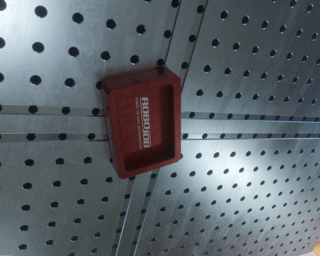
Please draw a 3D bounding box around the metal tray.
[{"bbox_3d":[-0.020,-0.004,0.393,0.091,0.030,0.129,-16,125,-20],"label":"metal tray"}]
